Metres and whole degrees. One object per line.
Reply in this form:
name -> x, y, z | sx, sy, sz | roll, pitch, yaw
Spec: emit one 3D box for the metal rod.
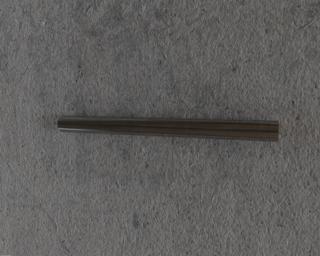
metal rod -> -0.003, -0.001, 0.412 | 0.301, 0.025, 0.025 | 2, 91, 20
